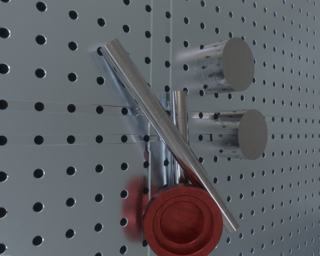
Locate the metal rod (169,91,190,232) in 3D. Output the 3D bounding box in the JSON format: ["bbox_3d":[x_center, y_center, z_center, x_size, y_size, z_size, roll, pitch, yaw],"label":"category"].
[{"bbox_3d":[0.032,0.098,0.435,0.025,0.025,0.298,-5,93,-40],"label":"metal rod"}]

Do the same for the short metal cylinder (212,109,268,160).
[{"bbox_3d":[0.130,0.010,0.502,0.081,0.050,0.080,0,90,-40],"label":"short metal cylinder"}]

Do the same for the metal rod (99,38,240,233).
[{"bbox_3d":[0.021,0.021,0.400,0.025,0.025,0.299,-44,109,-31],"label":"metal rod"}]

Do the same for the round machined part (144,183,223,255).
[{"bbox_3d":[0.028,0.120,0.402,0.099,0.042,0.097,0,92,-5],"label":"round machined part"}]

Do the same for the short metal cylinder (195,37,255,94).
[{"bbox_3d":[0.101,-0.094,0.477,0.081,0.050,0.080,0,90,-40],"label":"short metal cylinder"}]
